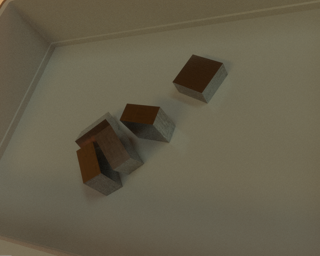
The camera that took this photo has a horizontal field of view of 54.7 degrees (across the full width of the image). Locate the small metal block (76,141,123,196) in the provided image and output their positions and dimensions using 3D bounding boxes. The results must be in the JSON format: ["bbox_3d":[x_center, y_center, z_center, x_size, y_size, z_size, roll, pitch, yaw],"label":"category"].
[{"bbox_3d":[-0.077,0.053,0.396,0.025,0.050,0.050,-31,52,8],"label":"small metal block"}]

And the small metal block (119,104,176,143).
[{"bbox_3d":[-0.015,-0.006,0.400,0.050,0.050,0.025,8,66,31],"label":"small metal block"}]

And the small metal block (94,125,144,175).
[{"bbox_3d":[-0.050,0.028,0.389,0.025,0.050,0.050,-36,69,4],"label":"small metal block"}]

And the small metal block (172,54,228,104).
[{"bbox_3d":[0.054,-0.067,0.417,0.050,0.025,0.050,27,76,37],"label":"small metal block"}]

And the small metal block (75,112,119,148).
[{"bbox_3d":[-0.085,0.006,0.429,0.050,0.025,0.050,-36,14,4],"label":"small metal block"}]
